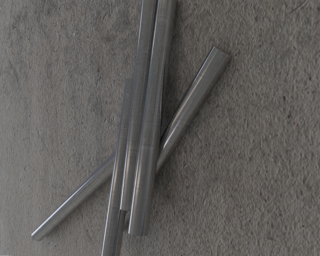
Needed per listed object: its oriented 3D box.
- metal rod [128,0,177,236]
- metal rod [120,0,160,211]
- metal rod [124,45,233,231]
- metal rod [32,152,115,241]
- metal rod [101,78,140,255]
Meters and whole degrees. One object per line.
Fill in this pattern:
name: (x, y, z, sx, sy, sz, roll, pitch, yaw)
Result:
metal rod: (-0.008, -0.021, 0.385, 0.025, 0.025, 0.298, 3, 84, 40)
metal rod: (-0.024, -0.044, 0.405, 0.025, 0.025, 0.298, 3, 86, 40)
metal rod: (0.001, 0.033, 0.403, 0.025, 0.025, 0.298, 44, 116, 31)
metal rod: (-0.142, 0.121, 0.522, 0.299, 0.025, 0.025, -43, 64, 31)
metal rod: (-0.054, 0.082, 0.418, 0.025, 0.025, 0.298, 4, 85, 40)
